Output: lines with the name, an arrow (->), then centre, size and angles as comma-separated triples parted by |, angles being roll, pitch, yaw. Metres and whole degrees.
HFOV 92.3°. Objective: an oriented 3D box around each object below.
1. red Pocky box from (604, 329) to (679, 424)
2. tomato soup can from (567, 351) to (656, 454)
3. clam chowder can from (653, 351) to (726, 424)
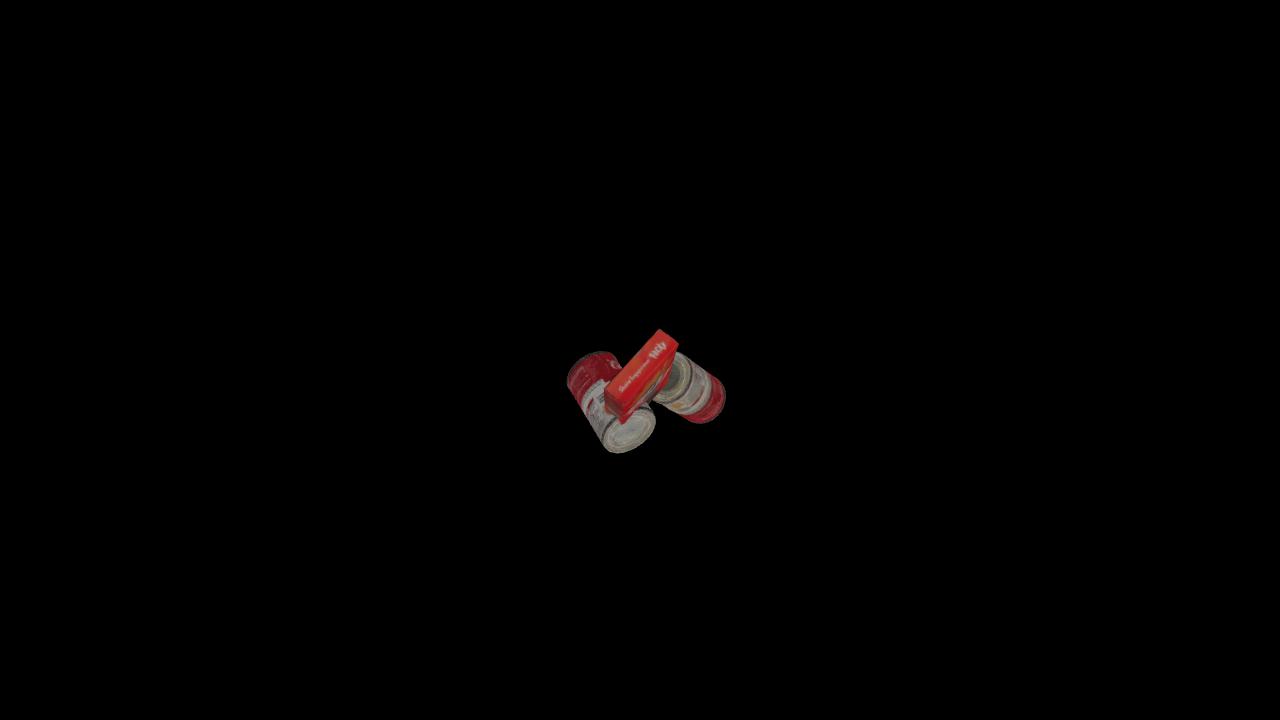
red Pocky box -> -0.001, 0.027, 0.642 | 0.028, 0.083, 0.155 | 41, -13, 9
tomato soup can -> -0.033, 0.047, 0.693 | 0.068, 0.068, 0.101 | 0, 38, -35
clam chowder can -> 0.057, 0.035, 0.768 | 0.068, 0.068, 0.102 | 0, -19, 31
